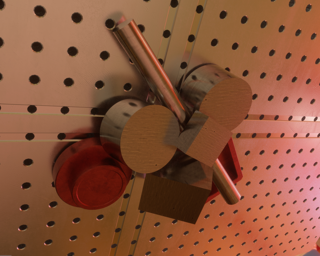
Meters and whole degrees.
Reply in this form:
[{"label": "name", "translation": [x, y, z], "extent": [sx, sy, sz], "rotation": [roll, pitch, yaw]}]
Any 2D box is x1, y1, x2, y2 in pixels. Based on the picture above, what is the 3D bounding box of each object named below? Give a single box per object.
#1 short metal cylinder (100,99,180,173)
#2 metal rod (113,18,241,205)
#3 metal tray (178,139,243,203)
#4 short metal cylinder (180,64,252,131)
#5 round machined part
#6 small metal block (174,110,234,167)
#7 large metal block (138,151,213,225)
[{"label": "short metal cylinder", "translation": [-0.024, 0.008, 0.368], "extent": [0.081, 0.050, 0.079], "rotation": [-10, 108, -34]}, {"label": "metal rod", "translation": [0.036, 0.000, 0.394], "extent": [0.025, 0.025, 0.299], "rotation": [-37, 120, -4]}, {"label": "metal tray", "translation": [0.072, 0.054, 0.476], "extent": [0.090, 0.030, 0.130], "rotation": [-32, 129, -8]}, {"label": "short metal cylinder", "translation": [0.073, -0.037, 0.408], "extent": [0.081, 0.050, 0.079], "rotation": [-14, 124, -21]}, {"label": "round machined part", "translation": [-0.080, 0.064, 0.390], "extent": [0.099, 0.042, 0.097], "rotation": [-14, 124, -21]}, {"label": "small metal block", "translation": [0.053, 0.013, 0.376], "extent": [0.050, 0.025, 0.050], "rotation": [30, 94, -38]}, {"label": "large metal block", "translation": [0.020, 0.077, 0.415], "extent": [0.080, 0.050, 0.079], "rotation": [14, 132, 1]}]
